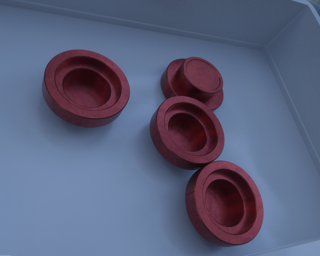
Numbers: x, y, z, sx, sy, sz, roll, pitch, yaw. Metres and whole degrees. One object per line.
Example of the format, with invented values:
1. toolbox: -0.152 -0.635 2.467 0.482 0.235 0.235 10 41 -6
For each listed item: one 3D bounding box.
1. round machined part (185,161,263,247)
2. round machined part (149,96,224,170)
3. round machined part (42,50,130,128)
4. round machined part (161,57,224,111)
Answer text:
1. round machined part: 0.072 0.092 0.375 0.099 0.042 0.098 13 60 -23
2. round machined part: 0.031 0.010 0.405 0.099 0.042 0.098 14 56 -21
3. round machined part: -0.090 -0.043 0.372 0.099 0.042 0.098 14 56 -21
4. round machined part: 0.054 -0.067 0.462 0.099 0.042 0.098 15 53 -21
